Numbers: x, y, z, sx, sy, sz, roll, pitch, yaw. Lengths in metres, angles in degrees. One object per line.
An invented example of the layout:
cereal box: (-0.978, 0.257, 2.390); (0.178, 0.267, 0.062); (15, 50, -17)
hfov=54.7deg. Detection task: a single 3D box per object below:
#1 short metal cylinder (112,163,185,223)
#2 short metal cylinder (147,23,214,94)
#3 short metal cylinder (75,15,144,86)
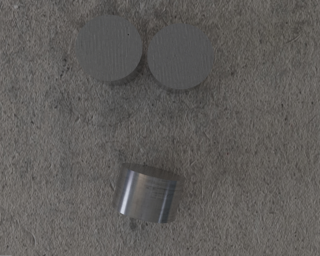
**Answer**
short metal cylinder: (-0.014, 0.078, 0.382); (0.080, 0.080, 0.050); (14, 90, 0)
short metal cylinder: (0.025, -0.086, 0.397); (0.081, 0.050, 0.080); (0, 90, 0)
short metal cylinder: (-0.061, -0.096, 0.397); (0.081, 0.050, 0.080); (0, 90, 0)
